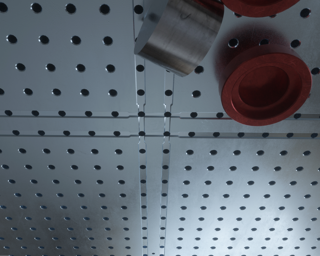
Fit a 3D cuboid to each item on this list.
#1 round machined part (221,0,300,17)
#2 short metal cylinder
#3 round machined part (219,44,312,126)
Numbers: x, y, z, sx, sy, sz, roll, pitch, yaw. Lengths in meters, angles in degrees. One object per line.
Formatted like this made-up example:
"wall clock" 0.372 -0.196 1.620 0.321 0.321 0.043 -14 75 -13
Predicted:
"round machined part" 0.090 -0.153 0.272 0.099 0.042 0.097 -1 130 0
"short metal cylinder" 0.016 -0.095 0.295 0.050 0.080 0.080 23 126 -19
"round machined part" 0.117 -0.052 0.358 0.099 0.042 0.097 -1 130 0
